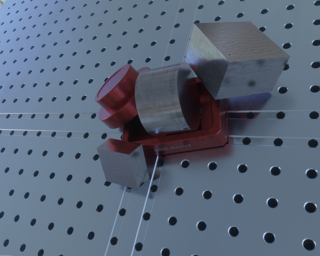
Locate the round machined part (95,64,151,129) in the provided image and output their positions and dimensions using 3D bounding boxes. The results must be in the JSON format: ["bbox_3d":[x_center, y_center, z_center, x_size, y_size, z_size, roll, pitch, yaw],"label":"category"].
[{"bbox_3d":[-0.051,-0.049,0.425,0.098,0.042,0.098,-36,26,21],"label":"round machined part"}]

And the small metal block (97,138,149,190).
[{"bbox_3d":[-0.045,0.043,0.381,0.050,0.050,0.025,8,31,32],"label":"small metal block"}]

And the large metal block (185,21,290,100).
[{"bbox_3d":[0.087,-0.083,0.367,0.081,0.050,0.080,-10,49,-22],"label":"large metal block"}]

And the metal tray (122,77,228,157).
[{"bbox_3d":[0.017,-0.014,0.402,0.130,0.030,0.090,-10,57,22],"label":"metal tray"}]

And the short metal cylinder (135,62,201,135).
[{"bbox_3d":[0.012,-0.033,0.366,0.050,0.080,0.080,-8,58,23],"label":"short metal cylinder"}]
